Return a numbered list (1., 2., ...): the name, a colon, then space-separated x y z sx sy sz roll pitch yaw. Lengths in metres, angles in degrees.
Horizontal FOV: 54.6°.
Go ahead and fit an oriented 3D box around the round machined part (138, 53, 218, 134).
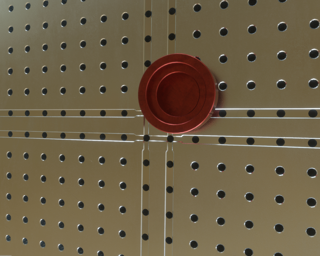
1. round machined part: 0.025 -0.042 0.395 0.098 0.042 0.097 0 90 20
